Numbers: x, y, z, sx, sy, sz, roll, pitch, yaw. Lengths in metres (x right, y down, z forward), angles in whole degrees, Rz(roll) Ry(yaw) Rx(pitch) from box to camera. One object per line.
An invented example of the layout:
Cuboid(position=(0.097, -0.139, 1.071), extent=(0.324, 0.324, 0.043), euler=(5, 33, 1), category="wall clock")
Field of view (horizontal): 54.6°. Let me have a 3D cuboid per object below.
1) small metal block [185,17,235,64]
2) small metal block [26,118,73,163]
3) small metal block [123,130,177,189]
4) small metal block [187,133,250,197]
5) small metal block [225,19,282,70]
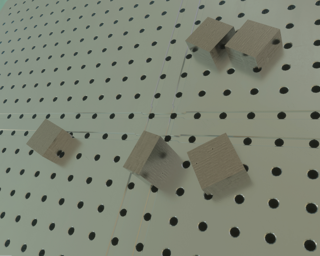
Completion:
Cuboid(position=(0.074, -0.128, 0.448), extent=(0.050, 0.025, 0.050), euler=(-47, 51, -5), category="small metal block")
Cuboid(position=(-0.175, 0.019, 0.490), extent=(0.050, 0.025, 0.050), euler=(24, 75, 36), category="small metal block")
Cuboid(position=(-0.011, 0.039, 0.375), extent=(0.025, 0.050, 0.050), euler=(18, 71, 35), category="small metal block")
Cuboid(position=(0.065, 0.041, 0.350), extent=(0.050, 0.025, 0.050), euler=(-28, 52, 10), category="small metal block")
Cuboid(position=(0.124, -0.111, 0.412), extent=(0.050, 0.025, 0.050), euler=(-49, 51, -6), category="small metal block")
